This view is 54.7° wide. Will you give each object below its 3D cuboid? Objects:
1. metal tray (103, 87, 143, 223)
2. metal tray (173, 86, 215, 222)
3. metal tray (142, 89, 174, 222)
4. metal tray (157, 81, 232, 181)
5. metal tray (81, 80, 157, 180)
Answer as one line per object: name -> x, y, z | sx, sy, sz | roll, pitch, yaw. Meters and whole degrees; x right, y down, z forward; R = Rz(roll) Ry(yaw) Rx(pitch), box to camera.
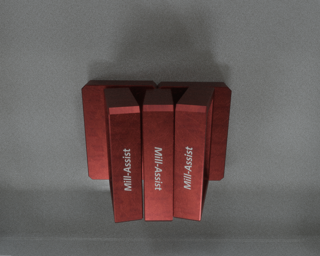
metal tray -> -0.042, 0.027, 0.349 | 0.030, 0.090, 0.129 | -4, 111, -12
metal tray -> 0.039, 0.025, 0.350 | 0.030, 0.090, 0.129 | 5, 111, 13
metal tray -> -0.002, 0.027, 0.351 | 0.030, 0.090, 0.129 | 0, 108, 0
metal tray -> 0.041, 0.006, 0.409 | 0.091, 0.030, 0.129 | 0, 110, -1
metal tray -> -0.050, 0.004, 0.407 | 0.091, 0.030, 0.129 | 0, 110, -1
